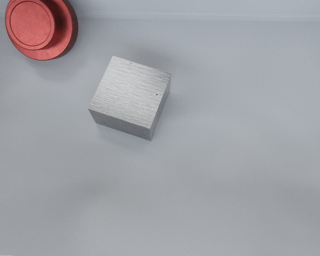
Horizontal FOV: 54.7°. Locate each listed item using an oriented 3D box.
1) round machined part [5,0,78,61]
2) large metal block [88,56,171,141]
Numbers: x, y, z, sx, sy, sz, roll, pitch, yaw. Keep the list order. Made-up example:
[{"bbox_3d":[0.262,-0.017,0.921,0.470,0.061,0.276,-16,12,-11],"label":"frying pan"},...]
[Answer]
[{"bbox_3d":[-0.167,-0.142,0.424,0.099,0.042,0.097,2,107,7],"label":"round machined part"},{"bbox_3d":[-0.037,-0.038,0.410,0.080,0.050,0.080,18,71,6],"label":"large metal block"}]
